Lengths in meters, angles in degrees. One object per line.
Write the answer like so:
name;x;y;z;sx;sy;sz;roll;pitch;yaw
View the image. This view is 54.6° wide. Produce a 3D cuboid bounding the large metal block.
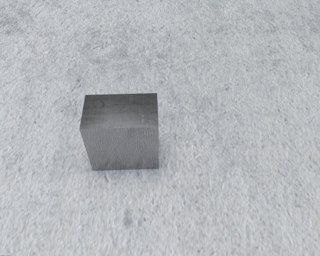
large metal block;-0.042;0.006;0.362;0.080;0.080;0.050;-2;50;-1
